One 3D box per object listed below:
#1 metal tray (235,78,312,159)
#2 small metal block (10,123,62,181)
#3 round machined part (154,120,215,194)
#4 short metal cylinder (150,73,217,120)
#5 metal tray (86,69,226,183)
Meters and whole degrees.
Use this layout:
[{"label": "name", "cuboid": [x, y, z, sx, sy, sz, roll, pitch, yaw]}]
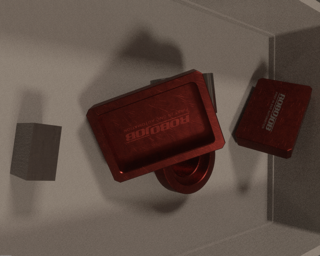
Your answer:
[{"label": "metal tray", "cuboid": [0.194, -0.020, 0.527, 0.130, 0.090, 0.030, -61, 150, -22]}, {"label": "small metal block", "cuboid": [-0.118, 0.021, 0.293, 0.025, 0.050, 0.050, 10, 84, -40]}, {"label": "round machined part", "cuboid": [0.027, 0.038, 0.421, 0.099, 0.042, 0.097, 0, 90, -40]}, {"label": "short metal cylinder", "cuboid": [0.030, -0.040, 0.398, 0.081, 0.080, 0.050, -12, 98, -40]}, {"label": "metal tray", "cuboid": [-0.004, -0.002, 0.347, 0.131, 0.030, 0.090, -19, 104, 4]}]
